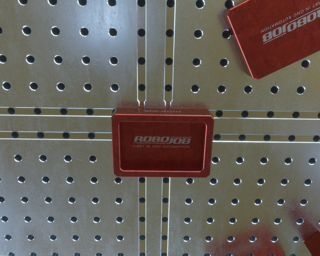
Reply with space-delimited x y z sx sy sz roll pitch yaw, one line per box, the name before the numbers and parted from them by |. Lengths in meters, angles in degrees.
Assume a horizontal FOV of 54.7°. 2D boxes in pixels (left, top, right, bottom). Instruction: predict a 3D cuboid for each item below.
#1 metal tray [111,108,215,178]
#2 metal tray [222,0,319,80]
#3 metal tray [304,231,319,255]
metal tray | 0.003 0.020 0.418 0.131 0.030 0.089 1 110 -1
metal tray | 0.152 -0.126 0.366 0.130 0.030 0.090 -25 109 8
metal tray | 0.286 0.226 0.466 0.130 0.090 0.030 41 105 -14
